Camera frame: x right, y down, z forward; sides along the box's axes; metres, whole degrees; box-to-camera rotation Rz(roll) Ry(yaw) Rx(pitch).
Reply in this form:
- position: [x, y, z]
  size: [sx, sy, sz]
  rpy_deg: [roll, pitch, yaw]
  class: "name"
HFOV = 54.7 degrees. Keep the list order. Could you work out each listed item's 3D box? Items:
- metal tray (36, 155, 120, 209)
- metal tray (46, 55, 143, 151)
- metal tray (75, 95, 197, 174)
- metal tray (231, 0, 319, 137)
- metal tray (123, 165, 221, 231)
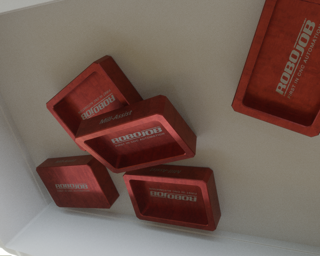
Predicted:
- position: [-0.144, 0.095, 0.537]
  size: [0.130, 0.030, 0.090]
  rpy_deg: [-8, 115, 31]
  class: "metal tray"
- position: [-0.091, -0.030, 0.432]
  size: [0.130, 0.030, 0.090]
  rpy_deg: [-28, 103, 37]
  class: "metal tray"
- position: [-0.030, 0.014, 0.397]
  size: [0.130, 0.030, 0.090]
  rpy_deg: [-16, 135, 27]
  class: "metal tray"
- position: [0.131, -0.063, 0.296]
  size: [0.090, 0.030, 0.129]
  rpy_deg: [21, 126, 15]
  class: "metal tray"
- position: [0.017, 0.100, 0.456]
  size: [0.130, 0.030, 0.089]
  rpy_deg: [0, 119, 27]
  class: "metal tray"
